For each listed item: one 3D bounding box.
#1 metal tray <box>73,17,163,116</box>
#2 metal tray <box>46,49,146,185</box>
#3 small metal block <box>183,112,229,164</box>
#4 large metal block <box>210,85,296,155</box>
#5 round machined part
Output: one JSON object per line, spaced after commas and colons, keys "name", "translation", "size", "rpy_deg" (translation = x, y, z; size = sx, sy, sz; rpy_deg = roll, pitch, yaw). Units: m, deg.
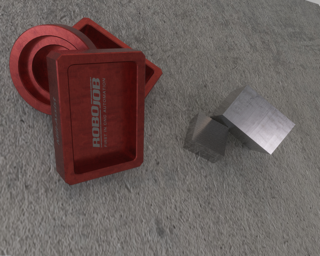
{"name": "metal tray", "translation": [-0.071, -0.079, 0.410], "size": [0.130, 0.030, 0.090], "rpy_deg": [35, 51, -6]}
{"name": "metal tray", "translation": [-0.062, -0.014, 0.321], "size": [0.091, 0.129, 0.030], "rpy_deg": [-12, 24, -33]}
{"name": "small metal block", "translation": [0.065, 0.013, 0.430], "size": [0.050, 0.025, 0.050], "rpy_deg": [28, 52, -11]}
{"name": "large metal block", "translation": [0.125, -0.011, 0.433], "size": [0.080, 0.080, 0.050], "rpy_deg": [39, 89, -2]}
{"name": "round machined part", "translation": [-0.110, -0.066, 0.347], "size": [0.098, 0.098, 0.042], "rpy_deg": [35, 21, -6]}
